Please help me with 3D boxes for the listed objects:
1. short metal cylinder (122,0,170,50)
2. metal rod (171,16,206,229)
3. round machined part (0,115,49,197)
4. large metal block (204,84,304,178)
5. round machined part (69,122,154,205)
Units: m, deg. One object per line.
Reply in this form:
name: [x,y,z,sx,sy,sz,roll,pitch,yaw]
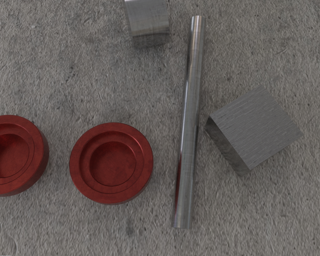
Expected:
short metal cylinder: [-0.021,-0.156,0.436,0.050,0.080,0.080,-13,71,-5]
metal rod: [0.041,-0.021,0.416,0.025,0.025,0.299,6,70,2]
round machined part: [-0.187,0.036,0.384,0.099,0.042,0.098,0,70,0]
large metal block: [0.115,0.004,0.394,0.080,0.050,0.080,-30,73,-11]
round machined part: [-0.057,0.046,0.382,0.099,0.042,0.098,0,70,0]
